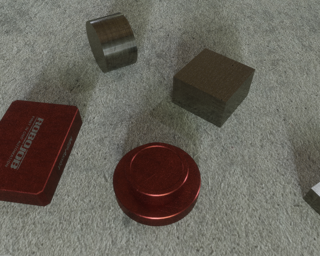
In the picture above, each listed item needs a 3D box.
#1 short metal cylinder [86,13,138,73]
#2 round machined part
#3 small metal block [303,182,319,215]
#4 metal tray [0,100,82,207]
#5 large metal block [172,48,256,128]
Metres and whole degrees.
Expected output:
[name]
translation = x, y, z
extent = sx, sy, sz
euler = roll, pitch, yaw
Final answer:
[short metal cylinder]
translation = -0.075, -0.131, 0.477
extent = 0.050, 0.080, 0.080
euler = -22, 54, -18
[round machined part]
translation = -0.004, 0.055, 0.346
extent = 0.099, 0.042, 0.098
euler = 0, 50, 0
[small metal block]
translation = 0.198, 0.079, 0.339
extent = 0.050, 0.025, 0.050
euler = -26, 55, -20
[metal tray]
translation = -0.159, 0.025, 0.378
extent = 0.090, 0.030, 0.130
euler = 6, 50, 5
[large metal block]
translation = 0.074, -0.059, 0.437
extent = 0.080, 0.050, 0.080
euler = 30, 56, 23
